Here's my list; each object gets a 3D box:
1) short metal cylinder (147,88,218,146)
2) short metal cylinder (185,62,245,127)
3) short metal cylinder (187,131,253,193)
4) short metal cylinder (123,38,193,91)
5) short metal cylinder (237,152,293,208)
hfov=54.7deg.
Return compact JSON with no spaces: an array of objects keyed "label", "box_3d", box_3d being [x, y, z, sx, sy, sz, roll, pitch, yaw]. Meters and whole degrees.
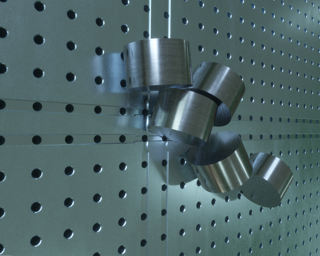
[{"label":"short metal cylinder","box_3d":[0.029,-0.012,0.399,0.080,0.080,0.050,25,76,-38]},{"label":"short metal cylinder","box_3d":[0.072,-0.046,0.436,0.080,0.080,0.050,47,62,-30]},{"label":"short metal cylinder","box_3d":[0.087,0.048,0.449,0.080,0.080,0.050,-43,116,-32]},{"label":"short metal cylinder","box_3d":[-0.002,-0.073,0.373,0.081,0.080,0.050,-6,93,-40]},{"label":"short metal cylinder","box_3d":[0.175,0.088,0.524,0.050,0.080,0.080,-45,118,-31]}]
